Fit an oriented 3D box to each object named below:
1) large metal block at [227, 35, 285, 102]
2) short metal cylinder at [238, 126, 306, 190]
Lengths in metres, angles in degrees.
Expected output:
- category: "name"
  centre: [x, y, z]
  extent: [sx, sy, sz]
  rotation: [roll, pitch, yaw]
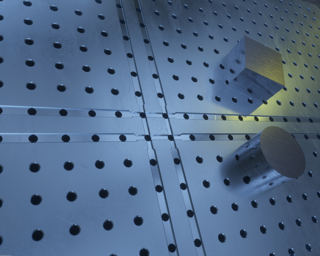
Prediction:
- category: "large metal block"
  centre: [0.167, -0.104, 0.545]
  extent: [0.080, 0.050, 0.080]
  rotation: [20, 54, -16]
- category: "short metal cylinder"
  centre: [0.162, 0.044, 0.453]
  extent: [0.081, 0.050, 0.080]
  rotation: [14, 56, -21]
